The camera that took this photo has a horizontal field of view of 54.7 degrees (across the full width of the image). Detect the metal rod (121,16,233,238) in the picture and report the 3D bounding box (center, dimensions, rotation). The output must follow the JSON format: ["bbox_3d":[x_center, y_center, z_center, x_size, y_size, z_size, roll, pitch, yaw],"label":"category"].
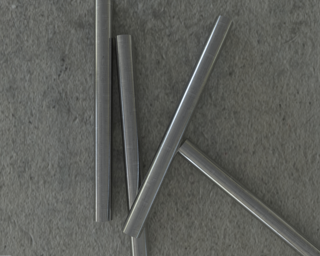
[{"bbox_3d":[0.025,-0.006,0.396,0.025,0.025,0.299,24,84,-1],"label":"metal rod"}]

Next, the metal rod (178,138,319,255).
[{"bbox_3d":[0.144,0.118,0.411,0.300,0.025,0.025,40,90,-1],"label":"metal rod"}]

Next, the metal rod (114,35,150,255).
[{"bbox_3d":[-0.036,0.029,0.409,0.025,0.025,0.298,-4,90,-1],"label":"metal rod"}]

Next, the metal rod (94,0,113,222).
[{"bbox_3d":[-0.074,-0.029,0.408,0.025,0.025,0.298,0,90,-1],"label":"metal rod"}]
